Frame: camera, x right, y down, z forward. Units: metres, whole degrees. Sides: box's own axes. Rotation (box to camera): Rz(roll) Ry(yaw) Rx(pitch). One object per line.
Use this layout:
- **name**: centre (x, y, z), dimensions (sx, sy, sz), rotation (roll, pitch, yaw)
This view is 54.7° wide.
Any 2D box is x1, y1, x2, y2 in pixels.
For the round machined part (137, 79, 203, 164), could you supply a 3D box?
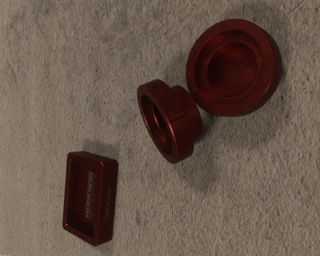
- **round machined part**: centre (0.014, -0.011, 0.360), dimensions (0.098, 0.042, 0.098), rotation (56, 162, 30)

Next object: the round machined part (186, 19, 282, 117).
- **round machined part**: centre (0.079, -0.060, 0.327), dimensions (0.098, 0.042, 0.097), rotation (0, 90, 39)

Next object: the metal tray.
- **metal tray**: centre (-0.113, 0.108, 0.491), dimensions (0.090, 0.030, 0.129), rotation (9, 96, 39)
